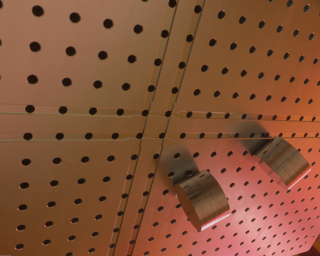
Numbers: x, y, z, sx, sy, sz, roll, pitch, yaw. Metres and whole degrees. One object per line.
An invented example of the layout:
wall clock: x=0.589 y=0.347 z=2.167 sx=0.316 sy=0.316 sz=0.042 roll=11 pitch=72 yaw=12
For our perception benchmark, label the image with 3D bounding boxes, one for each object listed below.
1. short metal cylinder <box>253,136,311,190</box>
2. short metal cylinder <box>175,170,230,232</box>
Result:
short metal cylinder: x=0.206 y=0.060 z=0.528 sx=0.050 sy=0.080 sz=0.080 roll=-42 pitch=130 yaw=0
short metal cylinder: x=0.065 y=0.112 z=0.483 sx=0.050 sy=0.080 sz=0.080 roll=-24 pitch=128 yaw=-14
